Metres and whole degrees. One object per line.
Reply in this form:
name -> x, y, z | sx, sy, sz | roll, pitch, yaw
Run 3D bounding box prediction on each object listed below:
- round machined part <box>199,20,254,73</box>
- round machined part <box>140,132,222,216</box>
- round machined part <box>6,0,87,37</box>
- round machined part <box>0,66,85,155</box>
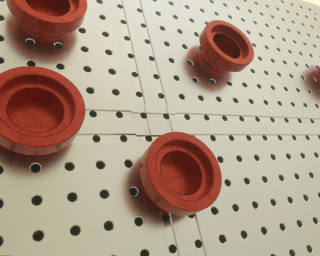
round machined part -> 0.110, -0.136, 0.539 | 0.099, 0.042, 0.098 | 13, 56, -21
round machined part -> 0.021, 0.057, 0.373 | 0.099, 0.042, 0.098 | 13, 56, -21
round machined part -> -0.151, -0.162, 0.414 | 0.099, 0.042, 0.098 | 13, 56, -21
round machined part -> -0.134, -0.015, 0.334 | 0.099, 0.042, 0.098 | 13, 56, -21
